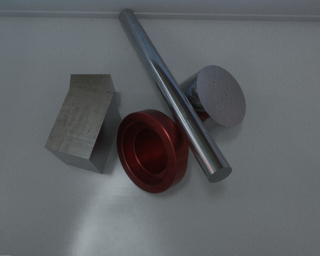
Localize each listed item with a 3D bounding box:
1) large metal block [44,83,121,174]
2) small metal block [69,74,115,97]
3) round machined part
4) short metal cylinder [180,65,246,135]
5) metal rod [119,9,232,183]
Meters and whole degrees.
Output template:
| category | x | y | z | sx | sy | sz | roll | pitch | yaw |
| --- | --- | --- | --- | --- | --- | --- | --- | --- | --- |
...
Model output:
| category | x | y | z | sx | sy | sz | roll | pitch | yaw |
| --- | --- | --- | --- | --- | --- | --- | --- | --- | --- |
| large metal block | -0.088 | 0.004 | 0.378 | 0.050 | 0.080 | 0.080 | 15 | 71 | 5 |
| small metal block | -0.088 | -0.048 | 0.413 | 0.050 | 0.050 | 0.025 | 0 | 70 | -1 |
| round machined part | -0.004 | 0.025 | 0.372 | 0.042 | 0.097 | 0.098 | -18 | 67 | -44 |
| short metal cylinder | 0.061 | -0.032 | 0.390 | 0.081 | 0.050 | 0.080 | 14 | 64 | -31 |
| metal rod | 0.003 | -0.062 | 0.383 | 0.025 | 0.025 | 0.300 | -21 | 53 | -8 |
